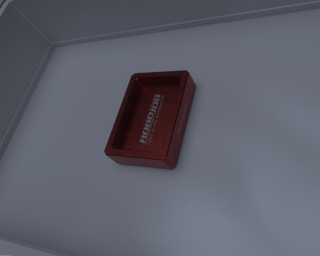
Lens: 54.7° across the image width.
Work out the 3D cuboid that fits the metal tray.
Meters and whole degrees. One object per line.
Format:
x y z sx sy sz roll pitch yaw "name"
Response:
-0.011 -0.014 0.412 0.090 0.030 0.130 2 62 28 "metal tray"
